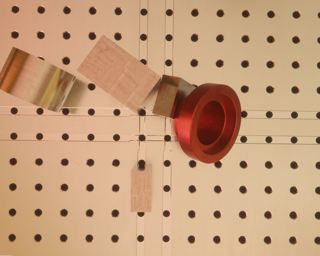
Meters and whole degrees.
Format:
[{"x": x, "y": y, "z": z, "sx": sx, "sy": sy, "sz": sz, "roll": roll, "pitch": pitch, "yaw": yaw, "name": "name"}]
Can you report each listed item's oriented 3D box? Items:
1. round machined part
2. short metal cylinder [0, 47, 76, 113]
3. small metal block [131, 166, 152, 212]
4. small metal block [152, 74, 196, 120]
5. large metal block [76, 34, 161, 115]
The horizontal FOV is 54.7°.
[{"x": 0.056, "y": -0.008, "z": 0.389, "sx": 0.099, "sy": 0.042, "sz": 0.097, "roll": -14, "pitch": 110, "yaw": -40, "name": "round machined part"}, {"x": -0.152, "y": -0.059, "z": 0.384, "sx": 0.080, "sy": 0.080, "sz": 0.050, "roll": 25, "pitch": 90, "yaw": -1, "name": "short metal cylinder"}, {"x": -0.023, "y": 0.077, "z": 0.401, "sx": 0.025, "sy": 0.050, "sz": 0.050, "roll": 0, "pitch": 90, "yaw": 0, "name": "small metal block"}, {"x": 0.019, "y": -0.036, "z": 0.398, "sx": 0.025, "sy": 0.050, "sz": 0.050, "roll": 15, "pitch": 90, "yaw": 29, "name": "small metal block"}, {"x": -0.046, "y": -0.061, "z": 0.385, "sx": 0.080, "sy": 0.080, "sz": 0.050, "roll": 36, "pitch": 90, "yaw": -1, "name": "large metal block"}]
